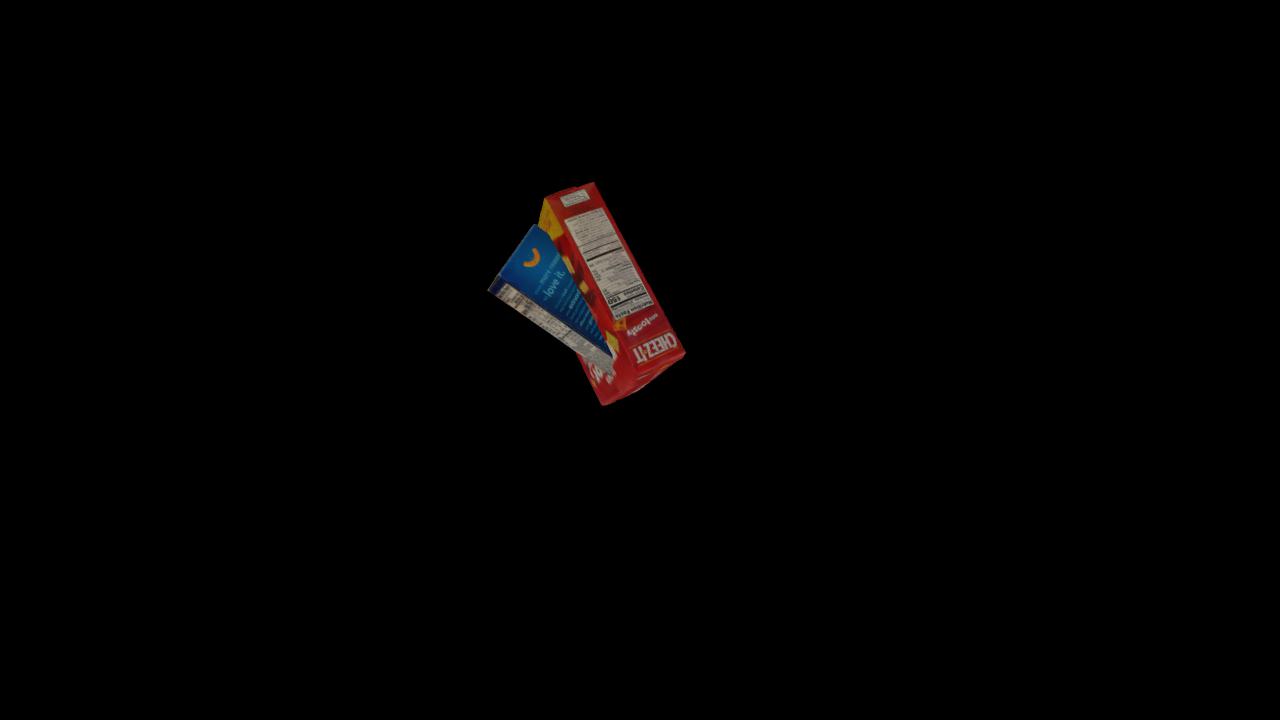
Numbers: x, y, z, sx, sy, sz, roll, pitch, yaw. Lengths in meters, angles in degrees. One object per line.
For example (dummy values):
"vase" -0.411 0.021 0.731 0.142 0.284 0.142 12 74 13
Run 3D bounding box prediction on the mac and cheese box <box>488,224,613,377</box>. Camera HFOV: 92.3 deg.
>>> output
"mac and cheese box" -0.068 -0.061 0.692 0.184 0.093 0.041 36 -39 -15

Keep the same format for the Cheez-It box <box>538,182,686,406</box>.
"Cheez-It box" -0.048 -0.069 0.729 0.071 0.223 0.166 -24 -8 -21
